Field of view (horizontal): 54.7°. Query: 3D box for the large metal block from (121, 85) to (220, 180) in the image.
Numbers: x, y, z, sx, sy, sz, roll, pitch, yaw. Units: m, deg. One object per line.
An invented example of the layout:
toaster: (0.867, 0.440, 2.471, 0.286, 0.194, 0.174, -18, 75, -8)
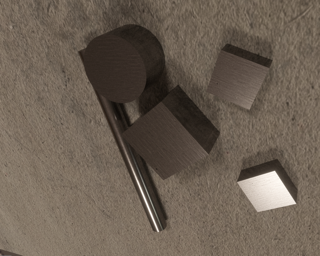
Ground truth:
large metal block: (0.013, 0.007, 0.387, 0.080, 0.050, 0.080, 48, 128, -6)

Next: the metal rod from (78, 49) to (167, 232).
metal rod: (-0.046, 0.030, 0.447, 0.025, 0.025, 0.298, -5, 116, 30)

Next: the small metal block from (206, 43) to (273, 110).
small metal block: (0.083, -0.055, 0.329, 0.050, 0.025, 0.050, 25, 127, 12)

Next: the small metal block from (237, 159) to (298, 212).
small metal block: (0.132, 0.072, 0.381, 0.050, 0.025, 0.050, -27, 104, 37)

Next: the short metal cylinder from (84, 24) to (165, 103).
short metal cylinder: (-0.041, -0.076, 0.364, 0.080, 0.050, 0.079, 13, 124, 20)
